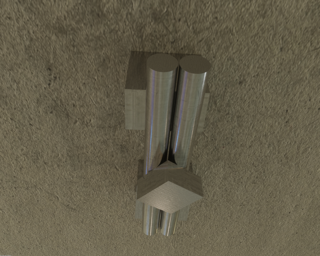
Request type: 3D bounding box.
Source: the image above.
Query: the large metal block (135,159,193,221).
[{"bbox_3d":[0.005,0.096,0.473,0.081,0.050,0.079,4,130,-4],"label":"large metal block"}]

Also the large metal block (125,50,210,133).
[{"bbox_3d":[0.006,-0.042,0.338,0.081,0.080,0.050,3,130,-3],"label":"large metal block"}]

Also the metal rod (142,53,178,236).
[{"bbox_3d":[-0.006,0.049,0.354,0.025,0.025,0.298,2,137,-2],"label":"metal rod"}]

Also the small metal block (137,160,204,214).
[{"bbox_3d":[0.010,0.066,0.336,0.050,0.025,0.050,30,130,-30],"label":"small metal block"}]

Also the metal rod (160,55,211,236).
[{"bbox_3d":[0.020,0.050,0.356,0.025,0.025,0.298,2,137,-2],"label":"metal rod"}]
